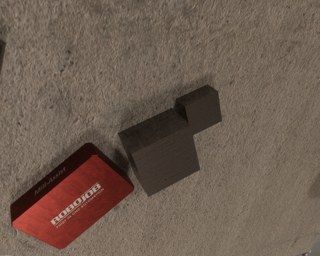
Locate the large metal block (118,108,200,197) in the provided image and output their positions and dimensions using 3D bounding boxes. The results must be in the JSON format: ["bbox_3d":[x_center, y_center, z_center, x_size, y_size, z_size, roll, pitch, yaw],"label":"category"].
[{"bbox_3d":[0.001,0.032,0.412,0.080,0.050,0.080,-26,128,-13],"label":"large metal block"}]

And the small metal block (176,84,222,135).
[{"bbox_3d":[0.054,-0.024,0.423,0.050,0.025,0.050,-26,128,-13],"label":"small metal block"}]

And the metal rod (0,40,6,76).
[{"bbox_3d":[-0.203,0.051,0.327,0.025,0.025,0.298,8,114,-33],"label":"metal rod"}]

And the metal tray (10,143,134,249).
[{"bbox_3d":[-0.110,0.090,0.400,0.130,0.030,0.090,-40,130,-1],"label":"metal tray"}]
